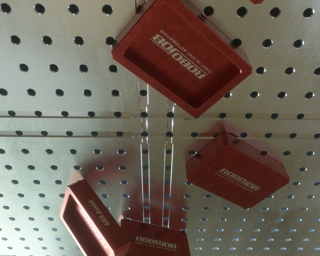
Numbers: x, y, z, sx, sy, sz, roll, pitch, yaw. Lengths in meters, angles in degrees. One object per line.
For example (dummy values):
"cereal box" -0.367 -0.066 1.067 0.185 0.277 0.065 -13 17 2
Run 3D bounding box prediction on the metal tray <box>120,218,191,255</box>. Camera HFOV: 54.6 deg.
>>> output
"metal tray" -0.012 0.215 0.548 0.131 0.090 0.030 17 116 -14

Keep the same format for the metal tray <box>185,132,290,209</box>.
"metal tray" 0.115 0.068 0.467 0.131 0.030 0.090 28 125 -22

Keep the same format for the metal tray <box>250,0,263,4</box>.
"metal tray" 0.097 -0.183 0.253 0.090 0.030 0.129 32 123 -24

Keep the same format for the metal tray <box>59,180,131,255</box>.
"metal tray" -0.105 0.156 0.483 0.030 0.130 0.089 -19 145 -43

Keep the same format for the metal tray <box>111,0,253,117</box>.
"metal tray" 0.025 -0.078 0.341 0.130 0.030 0.090 33 123 -25
